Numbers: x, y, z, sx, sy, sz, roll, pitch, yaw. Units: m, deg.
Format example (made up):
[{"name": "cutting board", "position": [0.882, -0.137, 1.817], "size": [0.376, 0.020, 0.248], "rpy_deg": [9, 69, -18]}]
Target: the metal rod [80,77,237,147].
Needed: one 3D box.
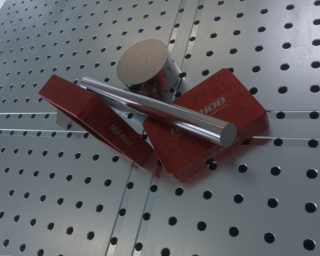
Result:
[{"name": "metal rod", "position": [-0.028, -0.034, 0.409], "size": [0.300, 0.025, 0.025], "rpy_deg": [23, 74, 47]}]

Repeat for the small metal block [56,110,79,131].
[{"name": "small metal block", "position": [-0.137, -0.030, 0.499], "size": [0.050, 0.025, 0.050], "rpy_deg": [-21, 54, 15]}]

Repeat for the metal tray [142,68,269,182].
[{"name": "metal tray", "position": [0.052, -0.006, 0.381], "size": [0.130, 0.030, 0.090], "rpy_deg": [-33, 51, 6]}]

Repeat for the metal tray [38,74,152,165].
[{"name": "metal tray", "position": [-0.076, -0.007, 0.385], "size": [0.090, 0.130, 0.030], "rpy_deg": [26, 76, 37]}]

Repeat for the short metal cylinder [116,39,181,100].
[{"name": "short metal cylinder", "position": [-0.016, -0.082, 0.451], "size": [0.080, 0.050, 0.080], "rpy_deg": [-13, 56, 21]}]
